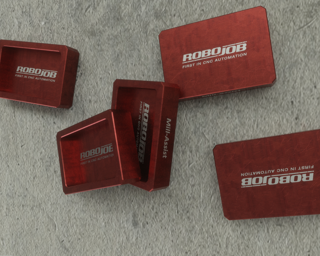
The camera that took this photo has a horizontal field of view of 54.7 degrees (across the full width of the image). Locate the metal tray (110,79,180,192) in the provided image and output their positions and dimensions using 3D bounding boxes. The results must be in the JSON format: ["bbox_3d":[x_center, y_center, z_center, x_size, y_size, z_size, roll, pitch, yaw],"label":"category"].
[{"bbox_3d":[-0.025,0.005,0.394,0.090,0.030,0.129,11,97,41],"label":"metal tray"}]

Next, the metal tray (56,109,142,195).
[{"bbox_3d":[-0.086,0.035,0.407,0.130,0.030,0.090,-18,78,40],"label":"metal tray"}]

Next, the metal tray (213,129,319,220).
[{"bbox_3d":[0.135,0.054,0.359,0.130,0.030,0.089,-10,87,19],"label":"metal tray"}]

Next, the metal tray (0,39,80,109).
[{"bbox_3d":[-0.192,-0.083,0.473,0.130,0.030,0.089,10,93,19],"label":"metal tray"}]

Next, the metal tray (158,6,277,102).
[{"bbox_3d":[0.069,-0.087,0.382,0.130,0.030,0.089,-8,87,19],"label":"metal tray"}]
